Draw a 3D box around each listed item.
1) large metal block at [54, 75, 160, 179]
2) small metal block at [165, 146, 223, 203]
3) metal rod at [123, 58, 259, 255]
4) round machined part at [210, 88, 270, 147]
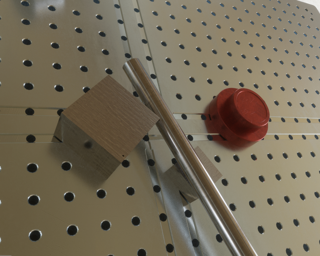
[{"bbox_3d":[-0.061,-0.002,0.362,0.080,0.050,0.080,40,51,-1],"label":"large metal block"},{"bbox_3d":[0.044,0.059,0.397,0.050,0.025,0.050,-33,81,-38],"label":"small metal block"},{"bbox_3d":[0.035,0.041,0.371,0.025,0.025,0.299,-20,72,-36],"label":"metal rod"},{"bbox_3d":[0.131,-0.023,0.484,0.099,0.042,0.098,14,56,-21],"label":"round machined part"}]
